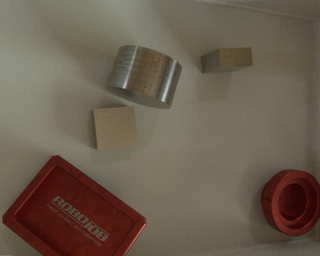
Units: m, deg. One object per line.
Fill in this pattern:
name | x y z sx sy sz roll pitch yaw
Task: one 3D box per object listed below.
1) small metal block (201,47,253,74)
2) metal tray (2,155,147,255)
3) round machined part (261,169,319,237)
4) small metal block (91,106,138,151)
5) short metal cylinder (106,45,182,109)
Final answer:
small metal block | 0.092 -0.094 0.433 0.050 0.050 0.025 -7 93 -20
metal tray | -0.092 0.102 0.343 0.130 0.030 0.090 33 75 10
round machined part | 0.197 0.112 0.477 0.099 0.042 0.097 0 90 -21
small metal block | -0.057 0.000 0.390 0.050 0.025 0.050 -6 92 -20
short metal cylinder | -0.019 -0.059 0.375 0.081 0.080 0.050 18 84 -20
